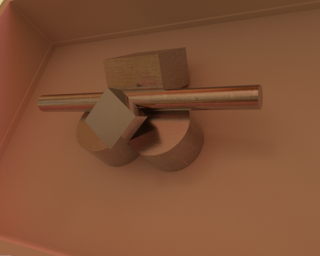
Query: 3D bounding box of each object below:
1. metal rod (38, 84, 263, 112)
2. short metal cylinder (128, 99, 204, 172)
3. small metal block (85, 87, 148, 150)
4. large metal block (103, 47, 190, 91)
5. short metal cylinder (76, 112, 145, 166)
[{"bbox_3d":[-0.033,-0.033,0.376,0.300,0.025,0.025,1,62,28],"label":"metal rod"},{"bbox_3d":[0.007,0.007,0.379,0.080,0.050,0.080,-13,56,20],"label":"short metal cylinder"},{"bbox_3d":[-0.051,-0.011,0.358,0.050,0.025,0.050,45,109,20],"label":"small metal block"},{"bbox_3d":[-0.015,-0.074,0.414,0.080,0.050,0.080,1,19,28],"label":"large metal block"},{"bbox_3d":[-0.064,0.005,0.417,0.080,0.050,0.080,-13,56,20],"label":"short metal cylinder"}]
